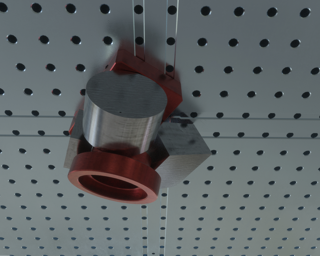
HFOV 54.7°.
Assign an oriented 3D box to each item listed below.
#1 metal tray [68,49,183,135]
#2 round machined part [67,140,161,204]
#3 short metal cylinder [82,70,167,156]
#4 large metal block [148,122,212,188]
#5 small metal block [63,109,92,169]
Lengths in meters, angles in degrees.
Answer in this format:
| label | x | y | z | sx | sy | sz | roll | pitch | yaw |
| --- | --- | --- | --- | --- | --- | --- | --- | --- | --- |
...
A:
| label | x | y | z | sx | sy | sz | roll | pitch | yaw |
| --- | --- | --- | --- | --- | --- | --- | --- | --- | --- |
| metal tray | -0.045 | -0.023 | 0.389 | 0.090 | 0.030 | 0.129 | 28 | 125 | -22 |
| round machined part | -0.047 | 0.048 | 0.342 | 0.099 | 0.042 | 0.098 | 9 | 151 | 6 |
| short metal cylinder | -0.038 | -0.017 | 0.321 | 0.081 | 0.080 | 0.050 | 10 | 129 | -9 |
| large metal block | 0.006 | 0.038 | 0.404 | 0.081 | 0.050 | 0.080 | 3 | 139 | -45 |
| small metal block | -0.092 | 0.015 | 0.365 | 0.025 | 0.050 | 0.050 | 15 | 128 | -13 |
